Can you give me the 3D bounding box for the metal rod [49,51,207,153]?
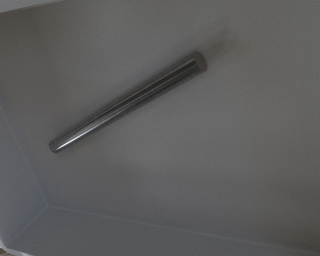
[{"bbox_3d":[-0.065,-0.021,0.427,0.299,0.025,0.025,-25,105,36],"label":"metal rod"}]
